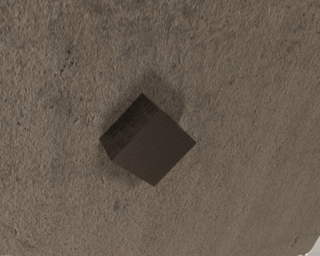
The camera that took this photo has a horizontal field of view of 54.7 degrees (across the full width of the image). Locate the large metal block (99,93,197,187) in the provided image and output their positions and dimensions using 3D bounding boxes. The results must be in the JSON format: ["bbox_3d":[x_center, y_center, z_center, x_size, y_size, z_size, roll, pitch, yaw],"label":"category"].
[{"bbox_3d":[-0.015,0.016,0.394,0.080,0.050,0.080,-47,130,4],"label":"large metal block"}]
